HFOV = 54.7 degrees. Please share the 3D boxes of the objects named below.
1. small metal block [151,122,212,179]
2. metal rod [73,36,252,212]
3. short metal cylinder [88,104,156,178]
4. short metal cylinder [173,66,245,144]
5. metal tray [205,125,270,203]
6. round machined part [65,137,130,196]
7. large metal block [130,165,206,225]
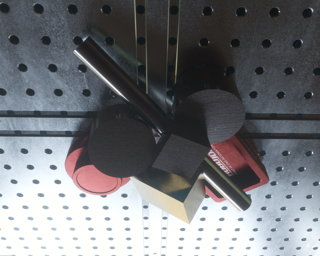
[{"bbox_3d":[0.024,0.027,0.361,0.050,0.025,0.050,21,119,-17],"label":"small metal block"},{"bbox_3d":[0.017,0.009,0.382,0.025,0.025,0.300,-35,113,26],"label":"metal rod"},{"bbox_3d":[-0.048,0.015,0.388,0.081,0.050,0.079,-3,114,-8],"label":"short metal cylinder"},{"bbox_3d":[0.056,-0.026,0.369,0.081,0.050,0.079,0,130,0],"label":"short metal cylinder"},{"bbox_3d":[0.088,0.050,0.447,0.090,0.030,0.130,-29,125,22],"label":"metal tray"},{"bbox_3d":[-0.087,0.060,0.445,0.099,0.042,0.097,0,130,0],"label":"round machined part"},{"bbox_3d":[0.013,0.079,0.423,0.080,0.050,0.080,22,152,25],"label":"large metal block"}]
